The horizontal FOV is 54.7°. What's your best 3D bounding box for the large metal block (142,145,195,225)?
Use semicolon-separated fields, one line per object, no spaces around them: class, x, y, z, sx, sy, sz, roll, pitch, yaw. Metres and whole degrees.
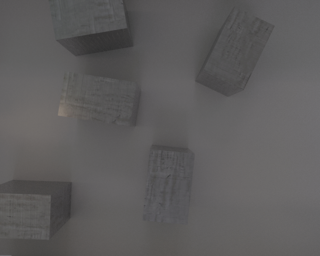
large metal block;0.010;0.065;0.384;0.050;0.080;0.080;6;90;0

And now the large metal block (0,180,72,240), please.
large metal block;-0.162;0.097;0.383;0.081;0.080;0.050;2;90;0

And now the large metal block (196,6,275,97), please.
large metal block;0.088;-0.089;0.384;0.050;0.080;0.080;26;90;0

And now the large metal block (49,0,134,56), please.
large metal block;-0.080;-0.129;0.383;0.080;0.080;0.050;-10;90;0

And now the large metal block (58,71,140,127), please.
large metal block;-0.069;-0.032;0.383;0.080;0.080;0.050;9;90;0
